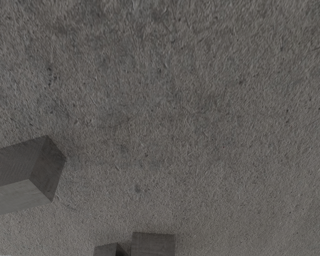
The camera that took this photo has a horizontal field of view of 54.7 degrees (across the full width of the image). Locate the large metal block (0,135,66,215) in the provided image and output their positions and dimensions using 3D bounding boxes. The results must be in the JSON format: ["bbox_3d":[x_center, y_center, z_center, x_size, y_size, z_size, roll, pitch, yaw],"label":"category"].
[{"bbox_3d":[-0.186,0.063,0.423,0.080,0.080,0.050,-16,129,13],"label":"large metal block"}]

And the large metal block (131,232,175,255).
[{"bbox_3d":[-0.017,0.249,0.602,0.081,0.050,0.079,6,130,-5],"label":"large metal block"}]

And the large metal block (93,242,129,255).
[{"bbox_3d":[-0.095,0.288,0.616,0.050,0.080,0.080,-17,128,13],"label":"large metal block"}]
